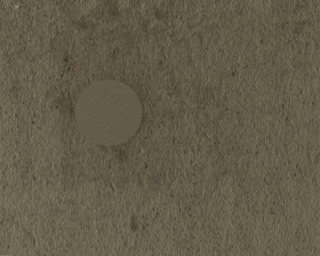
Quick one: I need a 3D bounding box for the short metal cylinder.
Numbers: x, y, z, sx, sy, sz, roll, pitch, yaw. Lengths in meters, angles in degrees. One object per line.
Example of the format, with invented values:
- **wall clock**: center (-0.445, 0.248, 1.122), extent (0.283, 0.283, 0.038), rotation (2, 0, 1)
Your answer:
- **short metal cylinder**: center (-0.061, -0.019, 0.397), extent (0.080, 0.050, 0.080), rotation (0, 90, 0)
